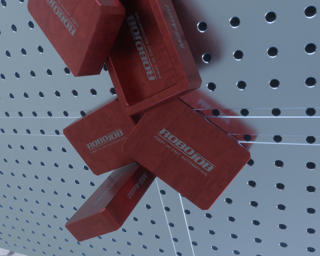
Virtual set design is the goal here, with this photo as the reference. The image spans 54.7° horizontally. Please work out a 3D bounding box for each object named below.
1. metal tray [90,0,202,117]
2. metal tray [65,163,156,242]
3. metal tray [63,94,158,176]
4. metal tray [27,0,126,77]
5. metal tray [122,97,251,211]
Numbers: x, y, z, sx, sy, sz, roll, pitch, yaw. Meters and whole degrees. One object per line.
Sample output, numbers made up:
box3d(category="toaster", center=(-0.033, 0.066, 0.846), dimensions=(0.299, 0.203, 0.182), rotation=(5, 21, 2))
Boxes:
box3d(category="metal tray", center=(-0.019, -0.088, 0.335), dimensions=(0.090, 0.030, 0.129), rotation=(-22, 87, 35))
box3d(category="metal tray", center=(-0.060, 0.092, 0.430), dimensions=(0.090, 0.131, 0.030), rotation=(-29, 102, 37))
box3d(category="metal tray", center=(-0.072, 0.012, 0.452), dimensions=(0.130, 0.030, 0.090), rotation=(-24, 106, 36))
box3d(category="metal tray", center=(-0.099, -0.132, 0.345), dimensions=(0.130, 0.030, 0.089), rotation=(52, 132, 20))
box3d(category="metal tray", center=(0.031, 0.027, 0.381), dimensions=(0.130, 0.030, 0.090), rotation=(37, 100, 3))
